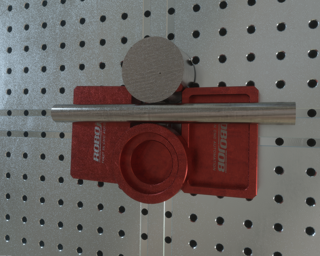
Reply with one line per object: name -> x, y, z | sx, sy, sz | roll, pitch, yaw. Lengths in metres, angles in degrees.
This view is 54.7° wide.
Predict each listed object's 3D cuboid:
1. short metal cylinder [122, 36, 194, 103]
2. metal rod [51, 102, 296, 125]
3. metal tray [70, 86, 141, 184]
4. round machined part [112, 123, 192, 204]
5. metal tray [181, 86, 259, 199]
short metal cylinder -> -0.001, -0.070, 0.395 | 0.080, 0.050, 0.079 | 0, 90, 20
metal rod -> 0.000, -0.018, 0.376 | 0.301, 0.025, 0.025 | 1, 91, 19
metal tray -> -0.076, 0.008, 0.431 | 0.090, 0.030, 0.129 | 3, 91, 19
round machined part -> -0.007, 0.043, 0.392 | 0.098, 0.042, 0.097 | 0, 90, 19
metal tray -> 0.073, 0.016, 0.380 | 0.090, 0.030, 0.129 | 1, 90, 19
